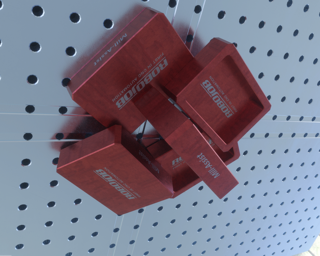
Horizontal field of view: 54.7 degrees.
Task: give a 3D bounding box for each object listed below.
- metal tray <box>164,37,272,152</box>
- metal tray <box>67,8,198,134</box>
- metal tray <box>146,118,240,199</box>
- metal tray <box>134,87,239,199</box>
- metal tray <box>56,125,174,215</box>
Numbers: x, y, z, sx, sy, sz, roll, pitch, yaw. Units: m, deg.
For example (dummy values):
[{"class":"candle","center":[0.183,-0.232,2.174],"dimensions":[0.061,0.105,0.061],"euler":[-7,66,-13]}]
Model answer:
[{"class":"metal tray","center":[0.077,-0.036,0.390],"dimensions":[0.090,0.030,0.130],"euler":[-45,130,3]},{"class":"metal tray","center":[-0.028,-0.059,0.356],"dimensions":[0.130,0.030,0.090],"euler":[-43,130,1]},{"class":"metal tray","center":[0.052,0.038,0.460],"dimensions":[0.131,0.030,0.090],"euler":[-30,129,-10]},{"class":"metal tray","center":[0.032,0.019,0.360],"dimensions":[0.030,0.090,0.130],"euler":[-42,130,0]},{"class":"metal tray","center":[-0.052,0.059,0.393],"dimensions":[0.090,0.030,0.130],"euler":[-24,132,18]}]
